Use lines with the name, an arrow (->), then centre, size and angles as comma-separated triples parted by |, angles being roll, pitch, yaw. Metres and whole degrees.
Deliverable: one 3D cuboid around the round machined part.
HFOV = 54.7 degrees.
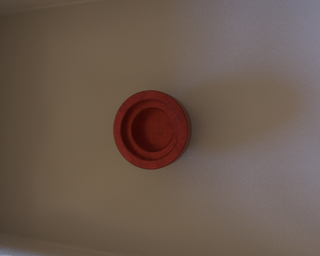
round machined part -> -0.007, 0.002, 0.399 | 0.098, 0.042, 0.097 | 0, 90, 19
